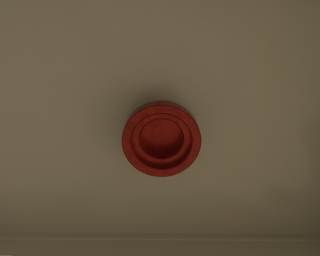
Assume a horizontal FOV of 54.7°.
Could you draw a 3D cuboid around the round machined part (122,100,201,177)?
[{"bbox_3d":[0.002,0.011,0.402,0.099,0.042,0.097,0,110,-1],"label":"round machined part"}]
